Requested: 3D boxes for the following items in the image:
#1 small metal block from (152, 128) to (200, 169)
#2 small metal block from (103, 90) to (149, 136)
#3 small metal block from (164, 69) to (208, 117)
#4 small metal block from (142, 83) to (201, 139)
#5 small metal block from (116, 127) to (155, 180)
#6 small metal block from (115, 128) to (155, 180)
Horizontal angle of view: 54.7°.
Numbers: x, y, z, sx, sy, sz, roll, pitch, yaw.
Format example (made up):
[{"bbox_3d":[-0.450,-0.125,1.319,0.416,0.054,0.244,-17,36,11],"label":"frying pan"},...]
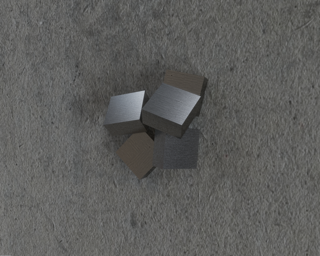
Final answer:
[{"bbox_3d":[0.020,0.024,0.387,0.025,0.050,0.050,6,92,58],"label":"small metal block"},{"bbox_3d":[-0.042,-0.019,0.411,0.050,0.025,0.050,-8,50,19],"label":"small metal block"},{"bbox_3d":[0.030,-0.045,0.399,0.050,0.025,0.050,15,95,19],"label":"small metal block"},{"bbox_3d":[0.014,-0.021,0.364,0.050,0.025,0.050,23,54,18],"label":"small metal block"},{"bbox_3d":[-0.022,0.033,0.417,0.050,0.025,0.050,-46,76,14],"label":"small metal block"},{"bbox_3d":[-0.022,0.033,0.417,0.050,0.025,0.050,-46,76,14],"label":"small metal block"}]
